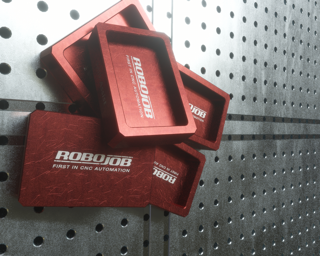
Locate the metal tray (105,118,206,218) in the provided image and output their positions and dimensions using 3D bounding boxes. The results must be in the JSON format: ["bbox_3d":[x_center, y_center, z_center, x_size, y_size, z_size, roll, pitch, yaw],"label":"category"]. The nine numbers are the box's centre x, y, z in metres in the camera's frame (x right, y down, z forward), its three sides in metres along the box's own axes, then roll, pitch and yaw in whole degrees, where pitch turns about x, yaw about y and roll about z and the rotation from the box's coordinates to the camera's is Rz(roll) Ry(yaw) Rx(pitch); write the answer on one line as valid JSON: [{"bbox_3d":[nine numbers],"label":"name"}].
[{"bbox_3d":[-0.003,0.053,0.401,0.130,0.030,0.090,32,71,-35],"label":"metal tray"}]

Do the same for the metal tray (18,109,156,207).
[{"bbox_3d":[-0.072,0.034,0.323,0.131,0.030,0.090,8,86,-26],"label":"metal tray"}]

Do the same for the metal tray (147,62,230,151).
[{"bbox_3d":[0.041,-0.028,0.437,0.131,0.030,0.090,23,76,-38],"label":"metal tray"}]

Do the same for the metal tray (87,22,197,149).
[{"bbox_3d":[-0.020,-0.046,0.332,0.091,0.030,0.130,-2,67,-33],"label":"metal tray"}]

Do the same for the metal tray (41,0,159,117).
[{"bbox_3d":[-0.055,-0.083,0.357,0.131,0.030,0.090,-47,117,-29],"label":"metal tray"}]
